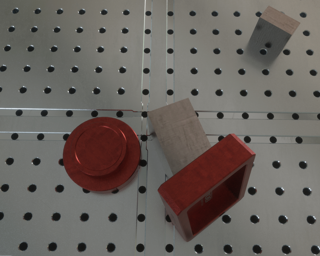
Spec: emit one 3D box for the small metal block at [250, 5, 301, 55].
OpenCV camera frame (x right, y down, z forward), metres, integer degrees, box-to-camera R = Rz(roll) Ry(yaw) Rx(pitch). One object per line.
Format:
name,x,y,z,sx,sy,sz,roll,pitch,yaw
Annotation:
small metal block,0.166,-0.141,0.451,0.050,0.050,0.025,35,74,12

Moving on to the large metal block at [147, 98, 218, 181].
large metal block,0.024,0.022,0.374,0.050,0.080,0.080,-20,72,-7

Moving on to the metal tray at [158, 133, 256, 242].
metal tray,0.051,0.070,0.329,0.090,0.130,0.030,-35,61,-12

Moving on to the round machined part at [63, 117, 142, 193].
round machined part,-0.073,0.031,0.391,0.099,0.042,0.098,0,70,0
